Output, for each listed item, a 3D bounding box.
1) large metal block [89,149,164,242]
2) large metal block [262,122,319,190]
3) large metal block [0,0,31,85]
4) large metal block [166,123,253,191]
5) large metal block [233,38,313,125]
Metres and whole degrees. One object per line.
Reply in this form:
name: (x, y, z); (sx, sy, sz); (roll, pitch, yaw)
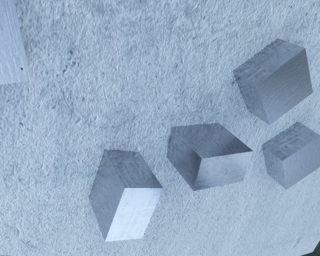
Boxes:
large metal block: (-0.047, 0.084, 0.397); (0.050, 0.080, 0.079); (8, 115, -32)
large metal block: (0.234, 0.049, 0.549); (0.080, 0.050, 0.080); (-31, 129, -8)
large metal block: (-0.159, -0.079, 0.255); (0.081, 0.050, 0.079); (-13, 124, -22)
large metal block: (0.066, 0.036, 0.429); (0.081, 0.080, 0.050); (-5, 121, -26)
large metal block: (0.161, -0.065, 0.438); (0.080, 0.050, 0.080); (-37, 129, -4)
